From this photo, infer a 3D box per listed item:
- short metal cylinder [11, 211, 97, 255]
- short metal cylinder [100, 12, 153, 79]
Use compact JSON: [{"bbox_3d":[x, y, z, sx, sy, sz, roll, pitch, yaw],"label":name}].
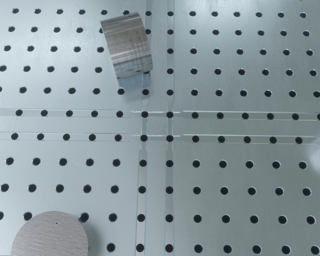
[{"bbox_3d":[-0.116,0.136,0.348,0.081,0.050,0.080,0,70,0],"label":"short metal cylinder"},{"bbox_3d":[-0.046,-0.111,0.423,0.050,0.080,0.080,-17,71,-6],"label":"short metal cylinder"}]
